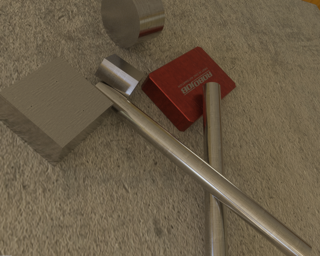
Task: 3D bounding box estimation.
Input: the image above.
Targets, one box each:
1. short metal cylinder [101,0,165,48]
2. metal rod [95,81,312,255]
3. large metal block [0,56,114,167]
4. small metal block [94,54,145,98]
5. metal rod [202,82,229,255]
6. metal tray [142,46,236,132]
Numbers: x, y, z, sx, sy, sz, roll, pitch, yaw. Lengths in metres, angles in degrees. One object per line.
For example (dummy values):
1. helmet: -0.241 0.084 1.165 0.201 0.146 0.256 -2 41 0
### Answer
1. short metal cylinder: -0.040 -0.162 0.448 0.050 0.080 0.080 -32 80 -38
2. metal rod: 0.036 0.041 0.358 0.300 0.025 0.025 39 50 14
3. large metal block: -0.113 -0.019 0.339 0.080 0.050 0.080 41 51 0
4. small metal block: -0.051 -0.070 0.406 0.050 0.025 0.050 34 20 -6
5. metal rod: 0.066 0.077 0.372 0.025 0.025 0.299 13 63 -21
6. metal tray: 0.047 -0.063 0.466 0.090 0.030 0.131 48 51 5
